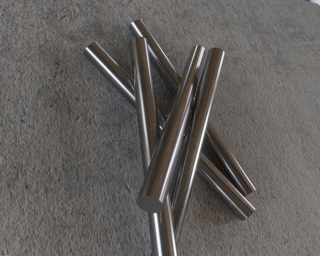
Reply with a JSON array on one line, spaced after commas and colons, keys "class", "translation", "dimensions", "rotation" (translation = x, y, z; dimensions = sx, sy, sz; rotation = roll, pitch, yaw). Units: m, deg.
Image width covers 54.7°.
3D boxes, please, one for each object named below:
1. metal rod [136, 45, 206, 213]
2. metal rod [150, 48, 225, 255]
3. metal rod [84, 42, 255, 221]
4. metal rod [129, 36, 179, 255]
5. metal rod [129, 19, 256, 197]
[{"class": "metal rod", "translation": [0.026, -0.027, 0.385], "dimensions": [0.025, 0.025, 0.301], "rotation": [30, 41, -9]}, {"class": "metal rod", "translation": [0.040, 0.020, 0.380], "dimensions": [0.025, 0.025, 0.300], "rotation": [25, 63, -13]}, {"class": "metal rod", "translation": [0.010, 0.001, 0.407], "dimensions": [0.300, 0.025, 0.025], "rotation": [46, 51, 4]}, {"class": "metal rod", "translation": [-0.011, 0.014, 0.355], "dimensions": [0.025, 0.025, 0.299], "rotation": [6, 59, -25]}, {"class": "metal rod", "translation": [0.040, -0.036, 0.447], "dimensions": [0.025, 0.025, 0.299], "rotation": [-22, 74, -36]}]
